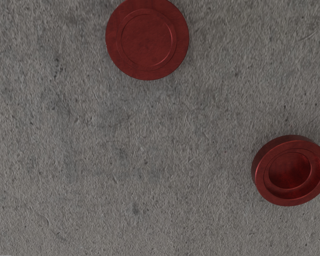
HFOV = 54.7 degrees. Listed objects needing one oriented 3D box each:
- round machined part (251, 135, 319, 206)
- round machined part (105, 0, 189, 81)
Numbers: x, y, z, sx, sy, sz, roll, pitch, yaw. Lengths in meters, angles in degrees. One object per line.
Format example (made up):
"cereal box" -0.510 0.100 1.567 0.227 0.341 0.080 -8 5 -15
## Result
"round machined part" 0.173 0.054 0.422 0.099 0.042 0.097 0 110 0
"round machined part" -0.015 -0.103 0.362 0.099 0.042 0.097 0 110 0
